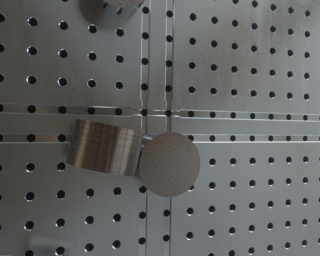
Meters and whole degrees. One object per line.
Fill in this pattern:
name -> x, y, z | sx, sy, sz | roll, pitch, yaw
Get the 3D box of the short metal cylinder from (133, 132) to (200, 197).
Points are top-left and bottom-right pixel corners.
short metal cylinder -> 0.005, 0.045, 0.401 | 0.081, 0.050, 0.079 | 0, 90, -20

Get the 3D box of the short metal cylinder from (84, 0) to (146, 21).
short metal cylinder -> -0.053, -0.179, 0.379 | 0.081, 0.050, 0.079 | 0, 90, -20

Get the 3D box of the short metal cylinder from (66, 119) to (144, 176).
short metal cylinder -> -0.063, 0.022, 0.360 | 0.081, 0.080, 0.050 | 13, 86, -20
